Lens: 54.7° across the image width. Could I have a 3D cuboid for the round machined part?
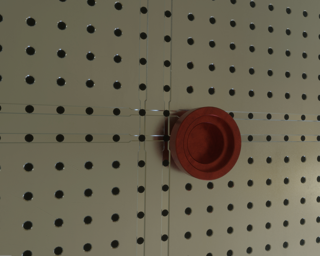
[{"bbox_3d":[0.059,0.020,0.427,0.099,0.042,0.097,0,90,-21],"label":"round machined part"}]
